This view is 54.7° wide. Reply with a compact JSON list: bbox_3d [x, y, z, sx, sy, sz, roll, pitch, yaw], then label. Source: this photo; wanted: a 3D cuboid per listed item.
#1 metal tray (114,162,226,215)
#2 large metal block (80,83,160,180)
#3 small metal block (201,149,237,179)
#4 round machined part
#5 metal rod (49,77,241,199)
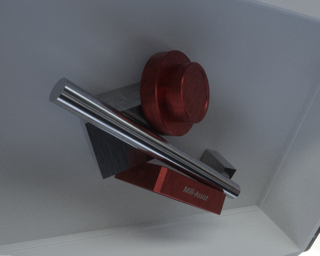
[{"bbox_3d":[0.016,0.079,0.419,0.131,0.090,0.030,29,75,-39],"label":"metal tray"},{"bbox_3d":[-0.046,0.002,0.368,0.081,0.050,0.079,-21,127,-17],"label":"large metal block"},{"bbox_3d":[0.083,0.069,0.481,0.025,0.050,0.050,16,110,-35],"label":"small metal block"},{"bbox_3d":[0.023,-0.039,0.352,0.099,0.042,0.097,-2,93,-57],"label":"round machined part"},{"bbox_3d":[0.009,0.030,0.365,0.301,0.025,0.025,33,100,-39],"label":"metal rod"}]
